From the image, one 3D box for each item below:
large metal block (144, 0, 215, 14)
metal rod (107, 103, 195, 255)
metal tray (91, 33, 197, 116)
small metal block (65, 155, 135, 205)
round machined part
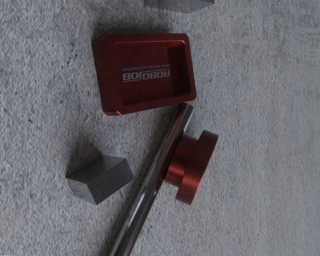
[{"bbox_3d":[0.023,-0.202,0.407,0.081,0.050,0.079,-9,96,-40],"label":"large metal block"},{"bbox_3d":[-0.024,0.098,0.384,0.025,0.025,0.300,39,66,-33],"label":"metal rod"},{"bbox_3d":[-0.014,-0.070,0.389,0.131,0.030,0.089,-15,100,-39],"label":"metal tray"},{"bbox_3d":[-0.065,0.054,0.334,0.050,0.050,0.025,-33,111,-35],"label":"small metal block"},{"bbox_3d":[0.038,0.047,0.403,0.098,0.042,0.098,20,92,-81],"label":"round machined part"}]
